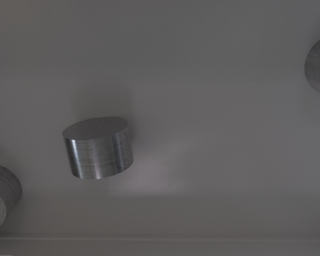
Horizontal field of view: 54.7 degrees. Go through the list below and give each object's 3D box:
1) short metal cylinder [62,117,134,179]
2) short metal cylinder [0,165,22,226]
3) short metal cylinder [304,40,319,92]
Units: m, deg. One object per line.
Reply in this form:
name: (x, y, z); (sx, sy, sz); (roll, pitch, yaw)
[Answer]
short metal cylinder: (-0.076, 0.022, 0.389); (0.080, 0.080, 0.050); (-6, 110, 2)
short metal cylinder: (-0.244, 0.097, 0.431); (0.081, 0.050, 0.079); (0, 110, 0)
short metal cylinder: (0.226, -0.073, 0.373); (0.081, 0.050, 0.079); (0, 110, 0)
